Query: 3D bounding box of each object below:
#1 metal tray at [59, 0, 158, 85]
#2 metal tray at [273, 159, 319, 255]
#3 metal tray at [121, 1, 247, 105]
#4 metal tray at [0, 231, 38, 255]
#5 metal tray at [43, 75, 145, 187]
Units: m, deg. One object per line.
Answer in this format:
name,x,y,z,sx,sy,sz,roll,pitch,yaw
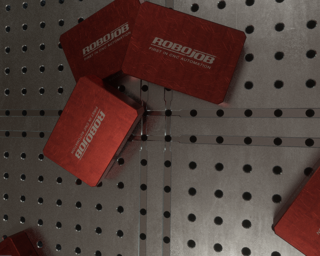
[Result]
metal tray,-0.068,-0.117,0.433,0.130,0.030,0.090,-25,82,17
metal tray,0.200,0.087,0.340,0.090,0.030,0.129,35,101,16
metal tray,0.028,-0.091,0.382,0.131,0.030,0.089,19,96,3
metal tray,-0.223,0.243,0.486,0.090,0.030,0.130,-38,78,15
metal tray,-0.092,0.005,0.423,0.090,0.030,0.129,33,107,3
